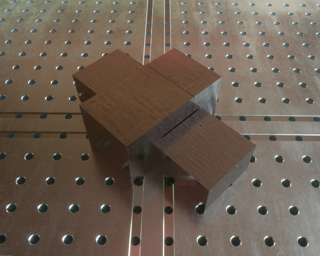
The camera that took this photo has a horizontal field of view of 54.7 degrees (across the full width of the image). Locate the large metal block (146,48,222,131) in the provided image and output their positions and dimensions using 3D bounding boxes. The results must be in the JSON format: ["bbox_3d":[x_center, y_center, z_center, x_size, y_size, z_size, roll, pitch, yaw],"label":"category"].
[{"bbox_3d":[0.029,-0.045,0.411,0.050,0.080,0.080,-37,60,-27],"label":"large metal block"}]

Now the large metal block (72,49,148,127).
[{"bbox_3d":[-0.061,-0.056,0.435,0.080,0.050,0.080,37,60,26],"label":"large metal block"}]

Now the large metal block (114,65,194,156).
[{"bbox_3d":[-0.008,-0.019,0.388,0.050,0.080,0.080,-37,60,-27],"label":"large metal block"}]

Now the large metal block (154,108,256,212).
[{"bbox_3d":[0.050,0.034,0.363,0.080,0.050,0.080,-37,60,-26],"label":"large metal block"}]

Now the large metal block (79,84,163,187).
[{"bbox_3d":[-0.043,0.009,0.365,0.050,0.080,0.080,-37,60,-27],"label":"large metal block"}]
